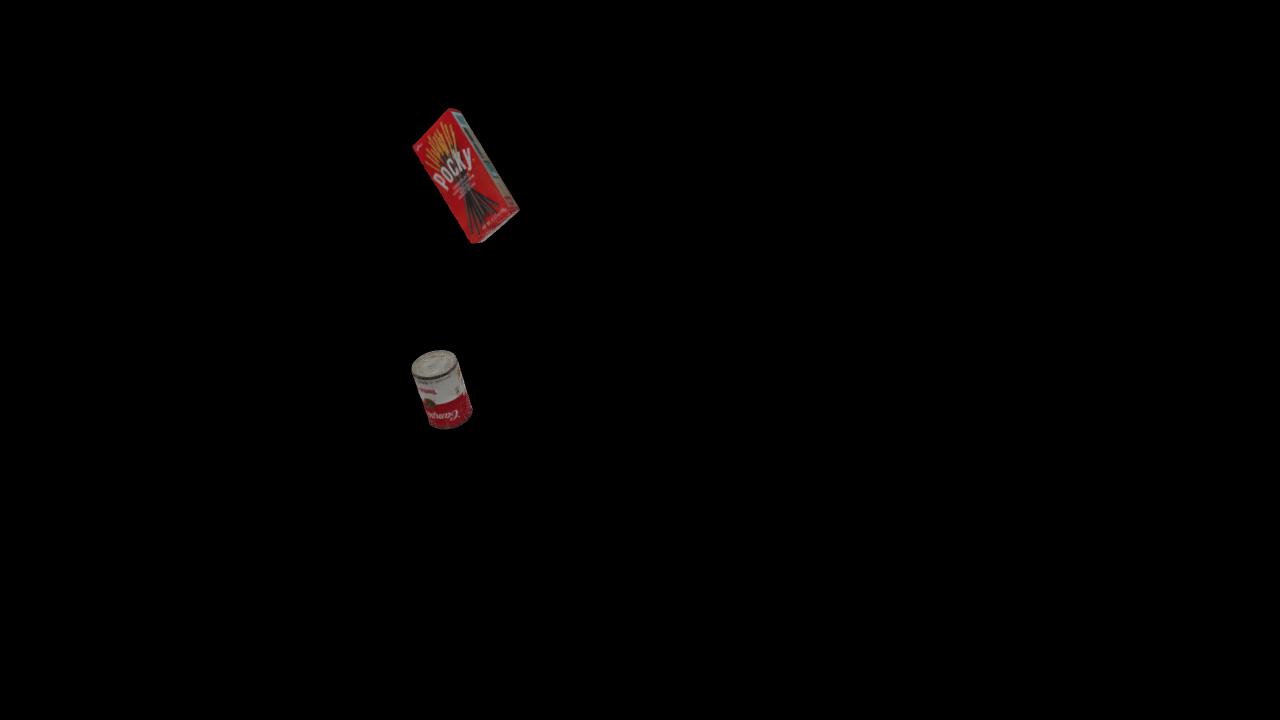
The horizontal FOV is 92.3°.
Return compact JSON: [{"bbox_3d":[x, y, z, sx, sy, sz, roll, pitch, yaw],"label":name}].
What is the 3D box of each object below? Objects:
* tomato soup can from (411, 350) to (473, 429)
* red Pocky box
[{"bbox_3d":[-0.294,0.044,0.917,0.068,0.101,0.068,-2,37,2],"label":"tomato soup can"},{"bbox_3d":[-0.229,-0.239,0.806,0.083,0.155,0.028,-32,0,30],"label":"red Pocky box"}]
